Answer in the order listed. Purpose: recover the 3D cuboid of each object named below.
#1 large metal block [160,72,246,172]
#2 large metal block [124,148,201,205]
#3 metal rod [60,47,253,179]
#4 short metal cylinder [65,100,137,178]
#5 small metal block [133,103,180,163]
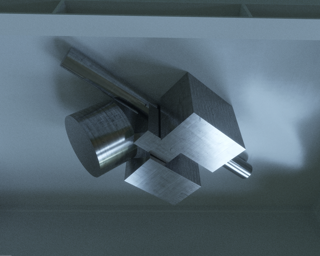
[{"bbox_3d":[0.048,-0.007,0.367,0.080,0.080,0.050,33,123,-25],"label":"large metal block"},{"bbox_3d":[0.004,0.042,0.408,0.080,0.080,0.050,32,123,-25],"label":"large metal block"},{"bbox_3d":[0.013,-0.007,0.403,0.301,0.025,0.025,32,123,-25],"label":"metal rod"},{"bbox_3d":[-0.072,0.012,0.373,0.050,0.080,0.079,-28,138,-30],"label":"short metal cylinder"},{"bbox_3d":[-0.002,0.006,0.366,0.050,0.050,0.025,33,122,-25],"label":"small metal block"}]
